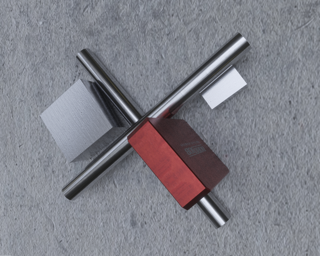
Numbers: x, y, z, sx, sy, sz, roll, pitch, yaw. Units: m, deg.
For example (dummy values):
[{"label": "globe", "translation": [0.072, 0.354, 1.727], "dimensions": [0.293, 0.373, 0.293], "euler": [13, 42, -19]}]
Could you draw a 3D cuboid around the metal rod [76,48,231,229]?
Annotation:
[{"label": "metal rod", "translation": [-0.016, 0.005, 0.415], "dimensions": [0.025, 0.025, 0.300], "euler": [-44, 77, 14]}]

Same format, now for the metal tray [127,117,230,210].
[{"label": "metal tray", "translation": [0.027, 0.032, 0.343], "dimensions": [0.030, 0.130, 0.090], "euler": [-44, 76, 15]}]

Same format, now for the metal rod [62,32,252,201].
[{"label": "metal rod", "translation": [-0.014, -0.005, 0.387], "dimensions": [0.299, 0.025, 0.025], "euler": [-41, 78, 15]}]

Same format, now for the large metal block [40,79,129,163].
[{"label": "large metal block", "translation": [-0.104, -0.009, 0.431], "dimensions": [0.080, 0.050, 0.080], "euler": [-38, 78, 15]}]

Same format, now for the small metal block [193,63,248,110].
[{"label": "small metal block", "translation": [0.073, -0.057, 0.384], "dimensions": [0.050, 0.025, 0.050], "euler": [-37, 79, 16]}]
